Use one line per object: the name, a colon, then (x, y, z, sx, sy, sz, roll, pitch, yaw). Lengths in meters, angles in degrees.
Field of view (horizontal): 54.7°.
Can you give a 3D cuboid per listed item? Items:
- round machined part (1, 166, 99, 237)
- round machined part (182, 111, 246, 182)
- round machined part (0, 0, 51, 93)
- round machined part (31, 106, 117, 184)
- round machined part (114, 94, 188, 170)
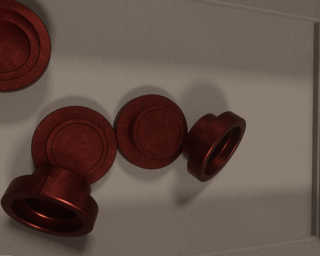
round machined part: (-0.115, 0.078, 0.340, 0.098, 0.098, 0.042, 29, 45, -18)
round machined part: (0.067, 0.019, 0.409, 0.042, 0.098, 0.098, 36, 74, 28)
round machined part: (-0.172, -0.087, 0.338, 0.099, 0.042, 0.097, 0, 90, -21)
round machined part: (-0.099, 0.022, 0.366, 0.099, 0.042, 0.097, 0, 90, -20)
round machined part: (-0.008, 0.005, 0.399, 0.099, 0.042, 0.097, 0, 90, -21)
